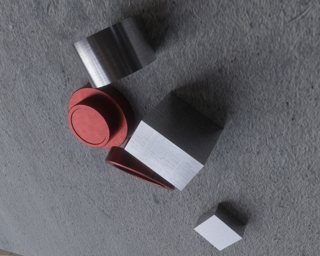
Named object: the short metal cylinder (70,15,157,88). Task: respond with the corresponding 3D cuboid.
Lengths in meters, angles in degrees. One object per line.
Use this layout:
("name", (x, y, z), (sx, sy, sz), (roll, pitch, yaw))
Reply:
("short metal cylinder", (-0.050, -0.085, 0.344), (0.080, 0.080, 0.050), (-13, 112, 33))

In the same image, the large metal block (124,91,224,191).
("large metal block", (0.019, 0.013, 0.368), (0.080, 0.080, 0.050), (36, 129, 3))

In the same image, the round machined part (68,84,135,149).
("round machined part", (-0.088, -0.011, 0.433), (0.098, 0.042, 0.097), (13, 124, 20))

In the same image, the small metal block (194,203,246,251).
("small metal block", (0.086, 0.144, 0.449), (0.050, 0.025, 0.050), (40, 129, 0))

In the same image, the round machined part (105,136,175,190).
("round machined part", (-0.019, 0.044, 0.411), (0.098, 0.042, 0.098), (22, 166, 6))
